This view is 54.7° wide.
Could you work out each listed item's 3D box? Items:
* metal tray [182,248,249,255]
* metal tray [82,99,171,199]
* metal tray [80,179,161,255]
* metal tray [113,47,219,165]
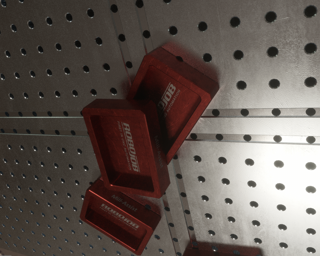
[{"bbox_3d":[0.105,0.246,0.504,0.130,0.030,0.090,-6,116,30],"label":"metal tray"},{"bbox_3d":[-0.042,0.027,0.405,0.090,0.030,0.129,4,120,26],"label":"metal tray"},{"bbox_3d":[-0.072,0.157,0.540,0.130,0.030,0.089,29,128,9],"label":"metal tray"},{"bbox_3d":[0.002,-0.023,0.391,0.090,0.030,0.129,34,129,5],"label":"metal tray"}]
